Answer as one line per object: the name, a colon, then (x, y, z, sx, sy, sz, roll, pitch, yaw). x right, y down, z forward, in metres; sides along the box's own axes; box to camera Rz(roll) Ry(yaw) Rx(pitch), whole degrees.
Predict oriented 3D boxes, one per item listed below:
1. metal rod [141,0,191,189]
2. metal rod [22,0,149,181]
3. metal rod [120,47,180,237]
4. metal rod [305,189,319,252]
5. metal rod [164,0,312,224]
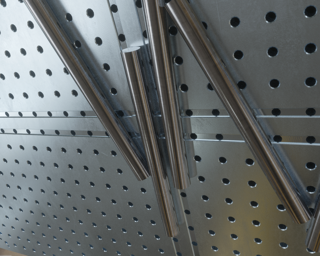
metal rod: (0.008, -0.051, 0.374, 0.025, 0.025, 0.298, 4, 121, 26)
metal rod: (-0.096, -0.053, 0.426, 0.025, 0.025, 0.299, -19, 109, 35)
metal rod: (-0.008, 0.037, 0.436, 0.025, 0.025, 0.298, 2, 120, 27)
metal rod: (0.194, 0.021, 0.322, 0.025, 0.025, 0.298, 11, 123, 22)
metal rod: (0.096, -0.011, 0.353, 0.025, 0.025, 0.299, -24, 106, 36)
